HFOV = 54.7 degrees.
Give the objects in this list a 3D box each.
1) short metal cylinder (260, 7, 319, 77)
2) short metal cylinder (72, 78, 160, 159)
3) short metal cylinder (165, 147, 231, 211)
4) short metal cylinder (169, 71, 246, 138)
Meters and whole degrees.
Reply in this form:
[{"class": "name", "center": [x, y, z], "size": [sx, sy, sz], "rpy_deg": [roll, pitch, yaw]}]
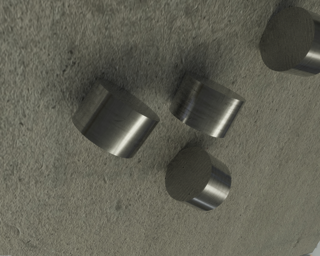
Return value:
[{"class": "short metal cylinder", "center": [0.179, -0.109, 0.401], "size": [0.050, 0.080, 0.079], "rpy_deg": [4, 117, -30]}, {"class": "short metal cylinder", "center": [-0.047, -0.011, 0.338], "size": [0.080, 0.080, 0.050], "rpy_deg": [28, 103, -38]}, {"class": "short metal cylinder", "center": [0.054, 0.073, 0.446], "size": [0.050, 0.080, 0.080], "rpy_deg": [34, 99, -39]}, {"class": "short metal cylinder", "center": [0.058, -0.030, 0.384], "size": [0.081, 0.080, 0.050], "rpy_deg": [13, 112, -34]}]
